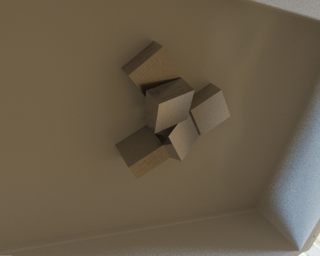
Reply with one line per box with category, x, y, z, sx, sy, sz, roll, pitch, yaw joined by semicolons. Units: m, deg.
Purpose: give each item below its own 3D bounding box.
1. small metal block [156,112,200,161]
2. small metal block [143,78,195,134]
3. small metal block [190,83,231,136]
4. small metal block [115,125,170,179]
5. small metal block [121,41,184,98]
small metal block;0.024;0.008;0.416;0.050;0.025;0.050;-52;135;-26
small metal block;0.010;-0.027;0.370;0.050;0.025;0.050;-24;146;-27
small metal block;0.065;-0.026;0.430;0.050;0.025;0.050;-34;129;-6
small metal block;-0.023;0.030;0.400;0.050;0.050;0.025;-33;131;-7
small metal block;-0.008;-0.065;0.365;0.050;0.025;0.050;-40;130;-1
